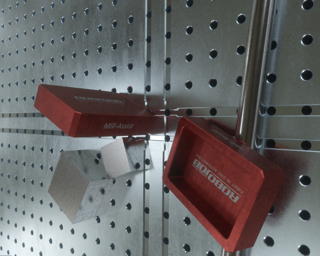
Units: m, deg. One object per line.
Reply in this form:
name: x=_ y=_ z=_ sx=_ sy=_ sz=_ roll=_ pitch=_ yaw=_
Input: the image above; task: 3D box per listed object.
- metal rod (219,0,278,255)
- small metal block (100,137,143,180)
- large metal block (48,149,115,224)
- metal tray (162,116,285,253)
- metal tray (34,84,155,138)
metal rod: x=0.093 y=0.006 z=0.331 sx=0.025 sy=0.025 sz=0.298 roll=10 pitch=96 yaw=39
small metal block: x=-0.057 y=0.045 z=0.454 sx=0.050 sy=0.025 sz=0.050 roll=-25 pitch=74 yaw=37
large metal block: x=-0.127 y=0.091 z=0.495 sx=0.080 sy=0.050 sz=0.079 roll=37 pitch=113 yaw=33
metal tray: x=0.057 y=0.052 z=0.330 sx=0.130 sy=0.030 sz=0.089 roll=40 pitch=120 yaw=50
metal tray: x=-0.082 y=-0.022 z=0.406 sx=0.090 sy=0.131 sz=0.030 roll=32 pitch=110 yaw=35
